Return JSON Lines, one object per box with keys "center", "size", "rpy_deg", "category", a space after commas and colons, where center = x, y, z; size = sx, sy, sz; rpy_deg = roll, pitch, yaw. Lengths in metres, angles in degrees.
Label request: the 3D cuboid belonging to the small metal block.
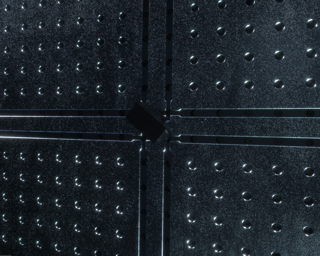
{"center": [-0.010, -0.006, 0.402], "size": [0.050, 0.050, 0.025], "rpy_deg": [42, 103, 15], "category": "small metal block"}
